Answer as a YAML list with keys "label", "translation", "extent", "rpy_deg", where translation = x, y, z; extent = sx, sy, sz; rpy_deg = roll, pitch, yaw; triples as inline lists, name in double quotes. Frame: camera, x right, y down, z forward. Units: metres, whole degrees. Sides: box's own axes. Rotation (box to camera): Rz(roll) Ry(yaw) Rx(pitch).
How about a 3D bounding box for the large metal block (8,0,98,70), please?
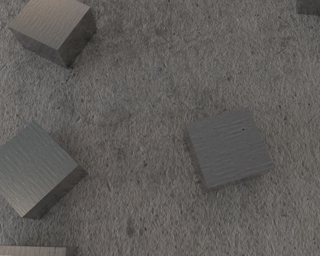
- label: "large metal block"
  translation: [-0.151, -0.144, 0.446]
  extent: [0.080, 0.050, 0.080]
  rpy_deg: [27, 72, 9]

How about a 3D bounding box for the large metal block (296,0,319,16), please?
- label: "large metal block"
  translation: [0.261, -0.221, 0.477]
  extent: [0.080, 0.050, 0.080]
  rpy_deg: [8, 70, 3]

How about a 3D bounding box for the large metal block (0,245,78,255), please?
- label: "large metal block"
  translation: [-0.139, 0.169, 0.332]
  extent: [0.080, 0.050, 0.080]
  rpy_deg: [2, 70, 0]

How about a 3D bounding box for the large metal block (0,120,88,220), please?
- label: "large metal block"
  translation: [-0.149, 0.051, 0.375]
  extent: [0.080, 0.050, 0.080]
  rpy_deg: [42, 75, 13]

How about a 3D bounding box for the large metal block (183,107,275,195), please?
- label: "large metal block"
  translation: [0.081, 0.029, 0.385]
  extent: [0.081, 0.050, 0.080]
  rpy_deg: [-16, 71, -6]
